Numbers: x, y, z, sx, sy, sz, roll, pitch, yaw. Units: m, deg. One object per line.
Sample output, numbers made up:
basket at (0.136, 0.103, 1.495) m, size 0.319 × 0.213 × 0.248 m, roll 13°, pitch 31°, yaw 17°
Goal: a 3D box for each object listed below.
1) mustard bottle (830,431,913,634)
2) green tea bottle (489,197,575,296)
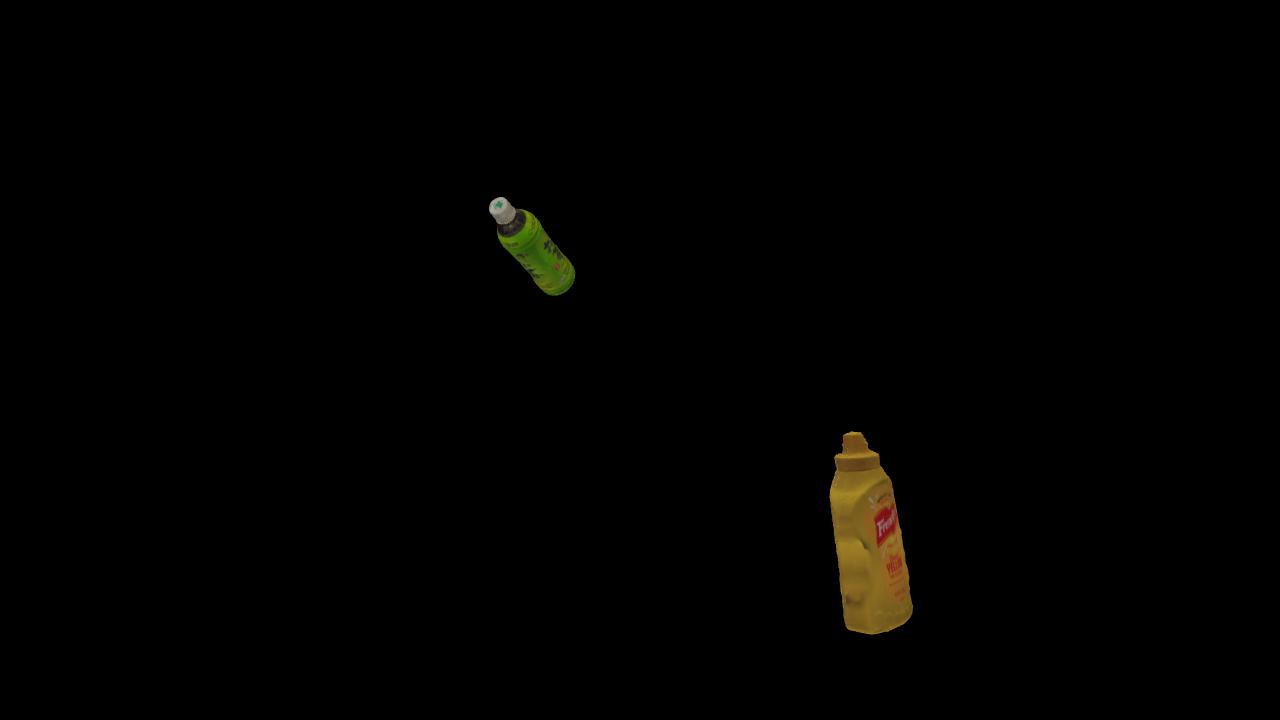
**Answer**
mustard bottle at (0.222, 0.162, 0.605) m, size 0.092 × 0.184 × 0.054 m, roll -4°, pitch -5°, yaw -38°
green tea bottle at (-0.173, -0.181, 0.973) m, size 0.073 × 0.073 × 0.212 m, roll 0°, pitch -23°, yaw 21°
